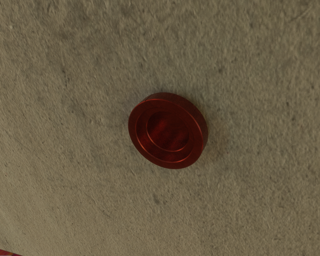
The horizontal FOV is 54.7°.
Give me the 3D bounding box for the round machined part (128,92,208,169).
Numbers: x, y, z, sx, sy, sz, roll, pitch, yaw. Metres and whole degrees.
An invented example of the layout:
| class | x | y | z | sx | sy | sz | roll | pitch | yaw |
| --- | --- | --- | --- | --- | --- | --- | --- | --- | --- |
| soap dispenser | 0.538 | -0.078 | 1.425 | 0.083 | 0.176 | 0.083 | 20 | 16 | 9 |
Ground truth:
| class | x | y | z | sx | sy | sz | roll | pitch | yaw |
| --- | --- | --- | --- | --- | --- | --- | --- | --- | --- |
| round machined part | 0.013 | 0.000 | 0.388 | 0.098 | 0.042 | 0.097 | 13 | 124 | 20 |
